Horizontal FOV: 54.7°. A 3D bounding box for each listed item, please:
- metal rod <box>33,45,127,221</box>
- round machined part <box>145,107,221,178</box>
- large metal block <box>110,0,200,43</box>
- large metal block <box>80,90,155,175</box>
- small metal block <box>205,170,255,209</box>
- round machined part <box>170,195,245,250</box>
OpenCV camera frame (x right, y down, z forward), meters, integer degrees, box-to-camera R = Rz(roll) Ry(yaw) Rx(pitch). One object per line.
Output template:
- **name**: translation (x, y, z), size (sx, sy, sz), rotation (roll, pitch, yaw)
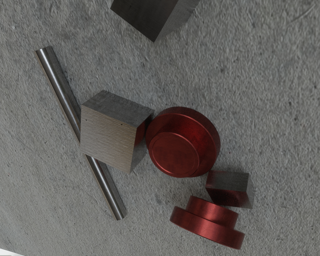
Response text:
- **metal rod**: translation (-0.116, 0.021, 0.480), size (0.025, 0.025, 0.298), rotation (-6, 116, 31)
- **round machined part**: translation (0.024, 0.025, 0.399), size (0.098, 0.042, 0.097), rotation (13, 124, 21)
- **large metal block**: translation (0.010, -0.135, 0.282), size (0.050, 0.080, 0.080), rotation (39, 129, 2)
- **large metal block**: translation (-0.060, 0.005, 0.425), size (0.080, 0.050, 0.079), rotation (23, 127, 14)
- **small metal block**: translation (0.091, 0.079, 0.395), size (0.050, 0.025, 0.050), rotation (1, 144, 27)
- **round machined part**: translation (0.066, 0.122, 0.415), size (0.098, 0.042, 0.098), rotation (21, 169, 5)
